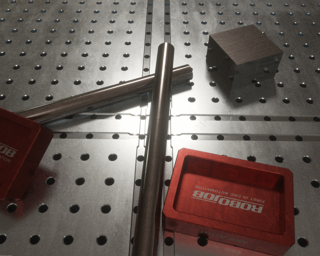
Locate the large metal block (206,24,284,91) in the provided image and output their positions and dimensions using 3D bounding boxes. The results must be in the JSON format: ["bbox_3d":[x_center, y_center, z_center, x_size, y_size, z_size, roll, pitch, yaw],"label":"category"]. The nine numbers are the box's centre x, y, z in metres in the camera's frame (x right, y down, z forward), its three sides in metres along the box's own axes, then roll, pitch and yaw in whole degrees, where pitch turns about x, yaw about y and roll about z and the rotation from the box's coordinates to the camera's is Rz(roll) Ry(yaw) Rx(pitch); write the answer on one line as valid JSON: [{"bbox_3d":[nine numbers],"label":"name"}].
[{"bbox_3d":[0.130,-0.113,0.488,0.081,0.050,0.080,-18,53,-15],"label":"large metal block"}]

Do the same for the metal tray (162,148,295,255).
[{"bbox_3d":[0.075,0.077,0.340,0.131,0.030,0.090,11,51,8],"label":"metal tray"}]

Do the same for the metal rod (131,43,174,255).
[{"bbox_3d":[-0.003,0.004,0.385,0.025,0.025,0.300,4,56,3],"label":"metal rod"}]

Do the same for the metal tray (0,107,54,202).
[{"bbox_3d":[-0.203,0.019,0.362,0.130,0.030,0.090,20,78,15],"label":"metal tray"}]

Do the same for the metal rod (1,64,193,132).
[{"bbox_3d":[-0.093,-0.041,0.440,0.302,0.025,0.025,-18,53,-16],"label":"metal rod"}]
